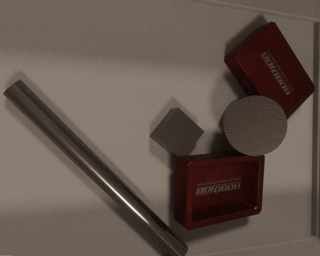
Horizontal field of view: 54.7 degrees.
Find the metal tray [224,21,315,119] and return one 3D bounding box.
[{"bbox_3d":[0.169,-0.082,0.472,0.090,0.030,0.130,-42,104,-15],"label":"metal tray"}]

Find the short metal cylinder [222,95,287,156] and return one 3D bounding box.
[{"bbox_3d":[0.128,-0.005,0.430,0.080,0.050,0.079,1,95,7],"label":"short metal cylinder"}]

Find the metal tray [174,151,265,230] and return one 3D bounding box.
[{"bbox_3d":[0.084,0.081,0.426,0.131,0.030,0.089,-3,98,-28],"label":"metal tray"}]

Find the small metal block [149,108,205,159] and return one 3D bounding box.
[{"bbox_3d":[0.023,0.008,0.420,0.050,0.025,0.050,42,77,-16],"label":"small metal block"}]

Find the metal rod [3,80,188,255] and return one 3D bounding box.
[{"bbox_3d":[-0.069,0.062,0.385,0.025,0.025,0.300,-46,105,-14],"label":"metal rod"}]
